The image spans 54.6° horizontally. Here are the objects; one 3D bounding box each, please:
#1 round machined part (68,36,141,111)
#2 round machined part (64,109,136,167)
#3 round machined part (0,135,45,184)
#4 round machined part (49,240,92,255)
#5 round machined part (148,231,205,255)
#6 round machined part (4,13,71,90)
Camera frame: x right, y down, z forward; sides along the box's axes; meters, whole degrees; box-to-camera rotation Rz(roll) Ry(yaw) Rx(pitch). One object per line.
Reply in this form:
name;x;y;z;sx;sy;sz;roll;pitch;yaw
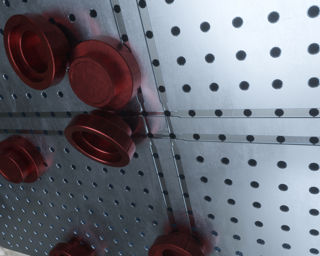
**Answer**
round machined part;-0.078;-0.065;0.402;0.098;0.042;0.097;13;124;21
round machined part;-0.079;0.011;0.435;0.098;0.042;0.098;17;148;11
round machined part;-0.270;0.066;0.585;0.098;0.042;0.097;13;124;21
round machined part;-0.189;0.286;0.678;0.098;0.042;0.097;13;124;21
round machined part;0.033;0.212;0.514;0.098;0.042;0.097;13;124;21
round machined part;-0.159;-0.103;0.415;0.098;0.042;0.097;17;123;29
